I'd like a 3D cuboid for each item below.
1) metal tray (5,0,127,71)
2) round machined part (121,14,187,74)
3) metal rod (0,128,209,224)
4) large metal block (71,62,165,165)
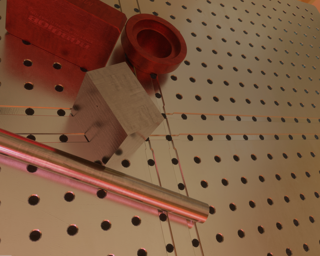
[{"bbox_3d":[-0.117,-0.129,0.382,0.131,0.090,0.030,24,53,-14],"label":"metal tray"},{"bbox_3d":[-0.012,-0.120,0.466,0.099,0.042,0.098,14,56,-21],"label":"round machined part"},{"bbox_3d":[-0.081,0.047,0.336,0.302,0.025,0.025,23,53,-15],"label":"metal rod"},{"bbox_3d":[-0.052,-0.015,0.355,0.050,0.080,0.080,-26,76,-37],"label":"large metal block"}]
